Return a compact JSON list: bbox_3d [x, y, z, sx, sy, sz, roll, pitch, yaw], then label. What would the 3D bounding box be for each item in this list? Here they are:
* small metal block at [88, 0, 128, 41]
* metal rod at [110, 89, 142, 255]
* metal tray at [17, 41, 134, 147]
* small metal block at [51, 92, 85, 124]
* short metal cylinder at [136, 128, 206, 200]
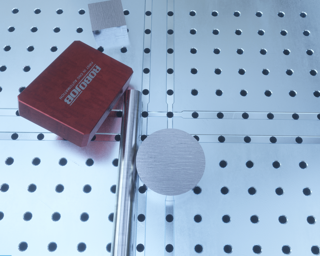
[{"bbox_3d":[-0.079,-0.164,0.471,0.050,0.025,0.050,-11,70,-4],"label":"small metal block"},{"bbox_3d":[-0.043,0.093,0.377,0.025,0.025,0.299,2,70,1],"label":"metal rod"},{"bbox_3d":[-0.101,-0.048,0.394,0.090,0.030,0.130,28,51,-2],"label":"metal tray"},{"bbox_3d":[-0.124,-0.024,0.406,0.050,0.050,0.025,-37,75,-13],"label":"small metal block"},{"bbox_3d":[0.012,0.046,0.381,0.081,0.050,0.080,0,70,0],"label":"short metal cylinder"}]
